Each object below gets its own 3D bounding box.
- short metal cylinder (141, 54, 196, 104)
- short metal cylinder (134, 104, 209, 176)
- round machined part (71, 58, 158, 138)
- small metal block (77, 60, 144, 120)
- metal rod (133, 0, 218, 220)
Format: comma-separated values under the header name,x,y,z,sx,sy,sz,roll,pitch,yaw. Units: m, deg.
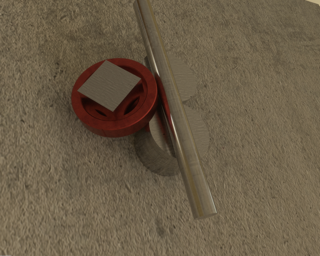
name,x,y,z,sx,sy,sz,roll,pitch,yaw
short metal cylinder,0.002,-0.057,0.425,0.081,0.050,0.080,14,56,-21
short metal cylinder,0.014,0.014,0.388,0.081,0.050,0.080,14,55,-20
round machined part,-0.051,-0.032,0.370,0.099,0.042,0.098,-2,63,3
small metal block,-0.055,-0.042,0.349,0.050,0.025,0.050,30,69,18
metal rod,0.010,-0.042,0.373,0.025,0.025,0.299,-1,62,-29
